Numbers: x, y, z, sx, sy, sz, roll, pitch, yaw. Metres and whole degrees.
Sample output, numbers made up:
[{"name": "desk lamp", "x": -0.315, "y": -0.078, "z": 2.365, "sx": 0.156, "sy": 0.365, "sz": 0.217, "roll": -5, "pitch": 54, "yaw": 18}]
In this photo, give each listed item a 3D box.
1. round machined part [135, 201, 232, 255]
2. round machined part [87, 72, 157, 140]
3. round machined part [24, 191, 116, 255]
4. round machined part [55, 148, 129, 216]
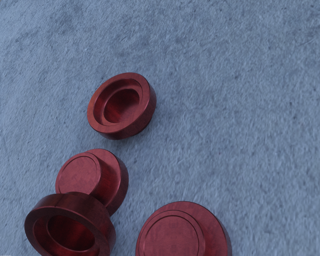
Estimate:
[{"name": "round machined part", "x": 0.018, "y": 0.121, "z": 0.309, "sx": 0.098, "sy": 0.042, "sz": 0.098, "roll": -13, "pitch": 56, "yaw": 20}, {"name": "round machined part", "x": -0.049, "y": -0.026, "z": 0.433, "sx": 0.098, "sy": 0.042, "sz": 0.098, "roll": -13, "pitch": 56, "yaw": 20}, {"name": "round machined part", "x": -0.095, "y": 0.111, "z": 0.348, "sx": 0.098, "sy": 0.098, "sz": 0.042, "roll": -13, "pitch": 25, "yaw": 21}, {"name": "round machined part", "x": -0.094, "y": 0.070, "z": 0.397, "sx": 0.098, "sy": 0.042, "sz": 0.098, "roll": -13, "pitch": 56, "yaw": 20}]
